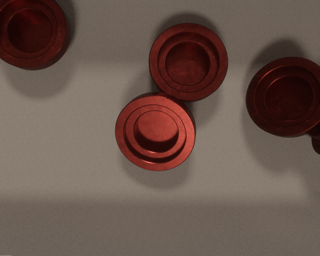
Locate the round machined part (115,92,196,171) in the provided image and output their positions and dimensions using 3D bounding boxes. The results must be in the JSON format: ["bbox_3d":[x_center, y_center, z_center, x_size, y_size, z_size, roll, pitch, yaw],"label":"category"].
[{"bbox_3d":[-0.003,0.002,0.392,0.099,0.042,0.097,3,109,8],"label":"round machined part"}]

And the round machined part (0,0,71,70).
[{"bbox_3d":[-0.164,-0.123,0.401,0.099,0.042,0.097,0,90,-1],"label":"round machined part"}]

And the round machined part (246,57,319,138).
[{"bbox_3d":[0.163,-0.036,0.390,0.098,0.042,0.097,-6,79,34],"label":"round machined part"}]

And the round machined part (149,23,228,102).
[{"bbox_3d":[0.035,-0.081,0.403,0.099,0.042,0.097,0,89,-1],"label":"round machined part"}]

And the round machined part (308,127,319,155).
[{"bbox_3d":[0.219,-0.010,0.377,0.042,0.098,0.098,28,90,-5],"label":"round machined part"}]
